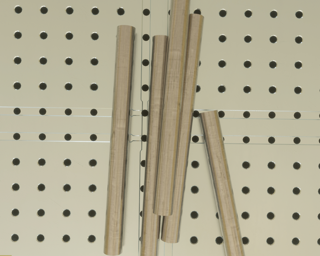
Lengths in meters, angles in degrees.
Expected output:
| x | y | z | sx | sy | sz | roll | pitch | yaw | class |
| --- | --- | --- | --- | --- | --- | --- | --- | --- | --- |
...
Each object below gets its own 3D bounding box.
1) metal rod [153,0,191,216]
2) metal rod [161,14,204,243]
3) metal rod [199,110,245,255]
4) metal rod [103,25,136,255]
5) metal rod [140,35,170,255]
| x | y | z | sx | sy | sz | roll | pitch | yaw | class |
| --- | --- | --- | --- | --- | --- | --- | --- | --- | --- |
| 0.016 | -0.041 | 0.394 | 0.025 | 0.025 | 0.298 | 5 | 89 | 0 | metal rod |
| 0.030 | 0.001 | 0.413 | 0.025 | 0.025 | 0.298 | 6 | 90 | 0 | metal rod |
| 0.092 | 0.125 | 0.413 | 0.025 | 0.025 | 0.299 | -11 | 90 | 0 | metal rod |
| -0.054 | 0.016 | 0.413 | 0.025 | 0.025 | 0.298 | 3 | 90 | 0 | metal rod |
| -0.006 | 0.029 | 0.413 | 0.025 | 0.025 | 0.298 | 3 | 90 | 0 | metal rod |
